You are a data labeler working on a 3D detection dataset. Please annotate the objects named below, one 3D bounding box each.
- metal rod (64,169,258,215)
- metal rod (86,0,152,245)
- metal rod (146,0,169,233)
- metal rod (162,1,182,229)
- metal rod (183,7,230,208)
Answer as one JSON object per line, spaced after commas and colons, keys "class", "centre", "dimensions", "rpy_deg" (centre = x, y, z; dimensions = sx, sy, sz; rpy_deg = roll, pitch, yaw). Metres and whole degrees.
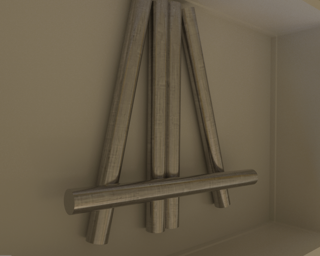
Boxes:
{"class": "metal rod", "centre": [0.029, 0.074, 0.395], "dimensions": [0.302, 0.025, 0.025], "rpy_deg": [2, 89, -40]}
{"class": "metal rod", "centre": [-0.046, -0.019, 0.366], "dimensions": [0.025, 0.025, 0.299], "rpy_deg": [16, 80, -39]}
{"class": "metal rod", "centre": [-0.004, -0.017, 0.402], "dimensions": [0.025, 0.025, 0.298], "rpy_deg": [1, 89, -40]}
{"class": "metal rod", "centre": [0.015, -0.017, 0.418], "dimensions": [0.025, 0.025, 0.298], "rpy_deg": [1, 89, -40]}
{"class": "metal rod", "centre": [0.067, -0.023, 0.461], "dimensions": [0.025, 0.025, 0.298], "rpy_deg": [-20, 103, -38]}
